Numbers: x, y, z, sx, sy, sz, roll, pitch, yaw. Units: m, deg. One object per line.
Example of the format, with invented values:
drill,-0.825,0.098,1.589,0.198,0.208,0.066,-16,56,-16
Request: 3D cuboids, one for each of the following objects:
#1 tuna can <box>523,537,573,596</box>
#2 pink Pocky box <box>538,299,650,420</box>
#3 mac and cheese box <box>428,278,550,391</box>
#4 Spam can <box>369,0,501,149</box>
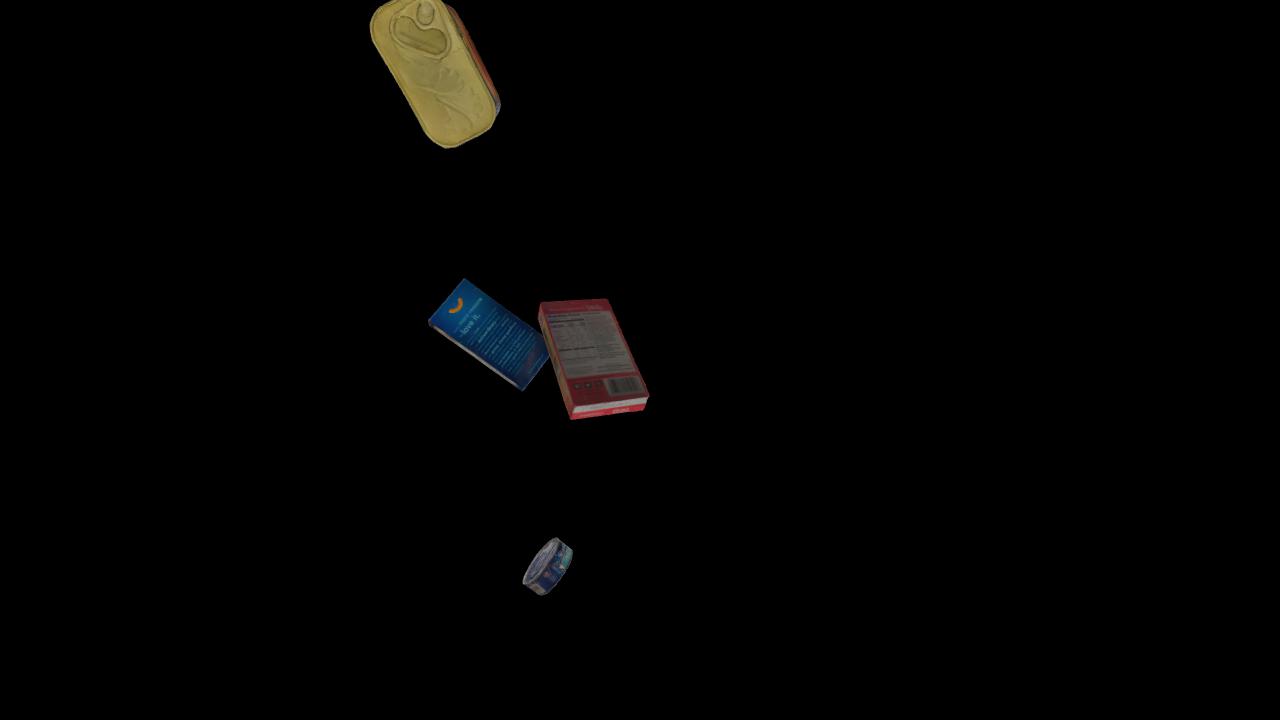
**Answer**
tuna can,-0.141,0.319,0.949,0.034,0.084,0.084,41,-8,-9
pink Pocky box,-0.055,-0.006,0.676,0.084,0.155,0.029,-6,-40,-23
mac and cheese box,-0.237,-0.039,0.996,0.184,0.093,0.041,37,-18,-8
Spam can,-0.153,-0.225,0.480,0.058,0.101,0.085,-24,26,4
